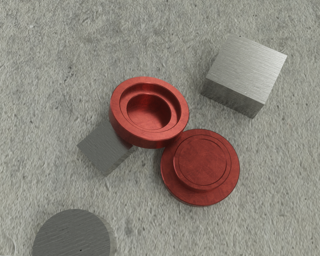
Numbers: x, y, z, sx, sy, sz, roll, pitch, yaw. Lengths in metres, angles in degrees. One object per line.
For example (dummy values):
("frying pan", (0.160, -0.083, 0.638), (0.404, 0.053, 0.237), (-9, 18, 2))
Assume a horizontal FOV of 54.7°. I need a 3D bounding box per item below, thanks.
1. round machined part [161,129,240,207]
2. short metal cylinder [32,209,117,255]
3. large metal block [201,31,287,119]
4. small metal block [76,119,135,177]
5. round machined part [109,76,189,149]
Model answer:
("round machined part", (0.050, 0.046, 0.383), (0.099, 0.042, 0.098), (0, 70, -1))
("short metal cylinder", (-0.092, 0.133, 0.345), (0.081, 0.050, 0.080), (0, 70, 0))
("large metal block", (0.112, -0.071, 0.422), (0.080, 0.050, 0.080), (27, 72, 9))
("small metal block", (-0.069, 0.026, 0.398), (0.050, 0.025, 0.050), (-43, 76, -14))
("round machined part", (-0.016, -0.015, 0.394), (0.099, 0.042, 0.098), (8, 55, -11))
